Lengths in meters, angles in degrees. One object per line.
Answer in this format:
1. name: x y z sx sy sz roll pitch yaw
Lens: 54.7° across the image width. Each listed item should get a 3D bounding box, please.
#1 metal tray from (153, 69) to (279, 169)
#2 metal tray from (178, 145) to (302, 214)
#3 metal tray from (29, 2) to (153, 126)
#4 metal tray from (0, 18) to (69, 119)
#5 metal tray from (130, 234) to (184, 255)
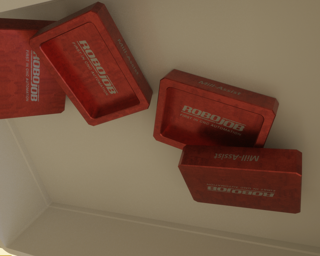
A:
1. metal tray: 0.061 -0.008 0.367 0.130 0.030 0.089 19 126 16
2. metal tray: 0.096 0.061 0.367 0.130 0.030 0.090 1 140 24
3. metal tray: -0.077 -0.069 0.369 0.090 0.030 0.130 -17 125 20
4. metal tray: -0.171 -0.075 0.407 0.030 0.091 0.129 54 139 37
5. metal tray: -0.014 0.264 0.577 0.090 0.030 0.129 25 127 12
